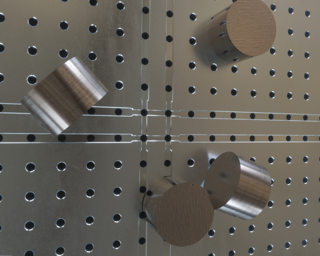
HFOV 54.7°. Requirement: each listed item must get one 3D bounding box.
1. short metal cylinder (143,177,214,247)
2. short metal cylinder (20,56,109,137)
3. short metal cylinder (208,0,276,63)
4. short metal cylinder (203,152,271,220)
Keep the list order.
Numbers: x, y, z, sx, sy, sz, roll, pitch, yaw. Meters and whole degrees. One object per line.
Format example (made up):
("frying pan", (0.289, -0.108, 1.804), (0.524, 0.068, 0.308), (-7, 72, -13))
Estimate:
("short metal cylinder", (0.023, 0.107, 0.408), (0.081, 0.050, 0.079), (0, 90, -20))
("short metal cylinder", (-0.105, -0.035, 0.345), (0.080, 0.080, 0.050), (-44, 104, -15))
("short metal cylinder", (0.116, -0.137, 0.442), (0.081, 0.050, 0.079), (0, 90, -20))
("short metal cylinder", (0.103, 0.078, 0.421), (0.050, 0.080, 0.080), (24, 82, -19))
